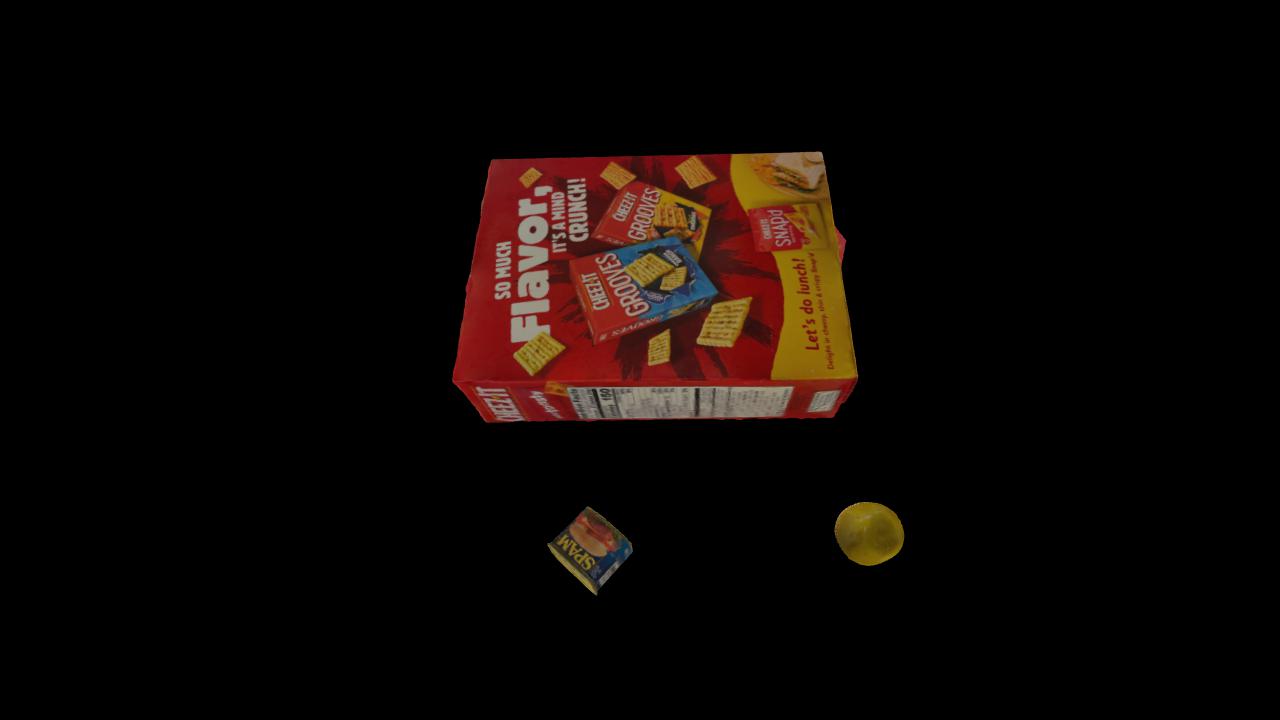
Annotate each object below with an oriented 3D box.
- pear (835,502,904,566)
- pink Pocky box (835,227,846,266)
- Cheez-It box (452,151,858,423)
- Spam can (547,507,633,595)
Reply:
[{"bbox_3d":[0.274,0.217,0.773,0.080,0.080,0.111,0,-18,-14],"label":"pear"},{"bbox_3d":[0.219,-0.134,0.775,0.029,0.084,0.155,-28,25,41],"label":"pink Pocky box"},{"bbox_3d":[0.009,-0.047,0.389,0.223,0.166,0.071,-1,-27,4],"label":"Cheez-It box"},{"bbox_3d":[-0.073,0.285,0.927,0.101,0.058,0.085,33,62,30],"label":"Spam can"}]
